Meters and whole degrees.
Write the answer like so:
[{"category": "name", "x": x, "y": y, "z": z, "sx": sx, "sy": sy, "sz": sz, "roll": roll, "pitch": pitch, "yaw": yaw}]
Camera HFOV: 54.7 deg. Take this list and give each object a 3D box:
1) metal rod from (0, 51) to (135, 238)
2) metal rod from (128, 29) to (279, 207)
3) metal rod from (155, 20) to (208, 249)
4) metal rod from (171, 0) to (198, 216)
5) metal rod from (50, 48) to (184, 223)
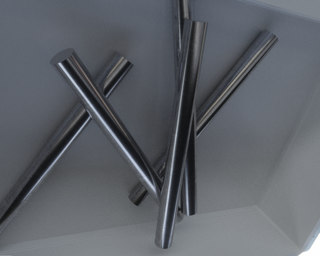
[{"category": "metal rod", "x": -0.132, "y": 0.038, "z": 0.360, "sx": 0.025, "sy": 0.025, "sz": 0.299, "roll": 33, "pitch": 100, "yaw": -39}, {"category": "metal rod", "x": 0.056, "y": -0.008, "z": 0.436, "sx": 0.025, "sy": 0.025, "sz": 0.299, "roll": 32, "pitch": 100, "yaw": -39}, {"category": "metal rod", "x": 0.021, "y": 0.025, "z": 0.380, "sx": 0.025, "sy": 0.025, "sz": 0.298, "roll": -5, "pitch": 115, "yaw": -26}, {"category": "metal rod", "x": 0.034, "y": -0.013, "z": 0.396, "sx": 0.025, "sy": 0.025, "sz": 0.298, "roll": -14, "pitch": 117, "yaw": -21}, {"category": "metal rod", "x": -0.033, "y": 0.034, "z": 0.379, "sx": 0.025, "sy": 0.025, "sz": 0.299, "roll": -35, "pitch": 130, "yaw": -6}]
